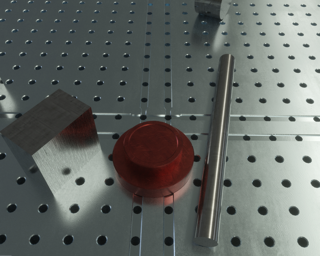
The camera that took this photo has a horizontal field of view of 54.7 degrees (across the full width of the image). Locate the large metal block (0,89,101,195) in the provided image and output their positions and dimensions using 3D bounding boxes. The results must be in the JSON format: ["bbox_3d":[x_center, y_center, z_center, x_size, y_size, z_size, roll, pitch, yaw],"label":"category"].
[{"bbox_3d":[-0.120,0.016,0.357,0.050,0.080,0.080,29,56,22],"label":"large metal block"}]

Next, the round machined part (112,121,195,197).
[{"bbox_3d":[-0.008,0.030,0.372,0.099,0.042,0.098,0,50,0],"label":"round machined part"}]

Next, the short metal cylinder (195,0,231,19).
[{"bbox_3d":[0.105,-0.253,0.586,0.050,0.080,0.080,22,53,17],"label":"short metal cylinder"}]

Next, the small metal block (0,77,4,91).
[{"bbox_3d":[-0.266,-0.075,0.451,0.050,0.050,0.025,4,50,3],"label":"small metal block"}]

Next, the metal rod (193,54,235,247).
[{"bbox_3d":[0.077,0.003,0.406,0.025,0.025,0.300,10,51,7],"label":"metal rod"}]
